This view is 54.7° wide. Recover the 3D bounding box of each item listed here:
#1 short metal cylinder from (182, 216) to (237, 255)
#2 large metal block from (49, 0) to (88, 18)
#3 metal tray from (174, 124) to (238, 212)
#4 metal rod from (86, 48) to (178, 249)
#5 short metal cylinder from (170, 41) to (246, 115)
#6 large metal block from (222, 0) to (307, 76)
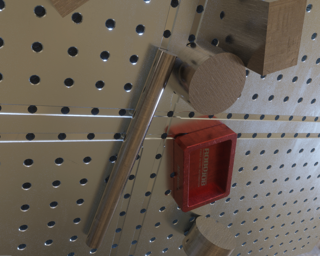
[{"bbox_3d":[0.087,0.203,0.548,0.081,0.080,0.050,16,110,-35],"label":"short metal cylinder"},{"bbox_3d":[-0.077,-0.154,0.258,0.080,0.050,0.080,-36,129,-4],"label":"large metal block"},{"bbox_3d":[0.069,0.064,0.484,0.091,0.030,0.129,-15,125,-20],"label":"metal tray"},{"bbox_3d":[-0.045,0.041,0.411,0.025,0.025,0.298,9,114,-33],"label":"metal rod"},{"bbox_3d":[0.059,-0.063,0.388,0.081,0.050,0.079,-14,124,-21],"label":"short metal cylinder"},{"bbox_3d":[0.118,-0.118,0.367,0.050,0.080,0.079,-19,126,-17],"label":"large metal block"}]
